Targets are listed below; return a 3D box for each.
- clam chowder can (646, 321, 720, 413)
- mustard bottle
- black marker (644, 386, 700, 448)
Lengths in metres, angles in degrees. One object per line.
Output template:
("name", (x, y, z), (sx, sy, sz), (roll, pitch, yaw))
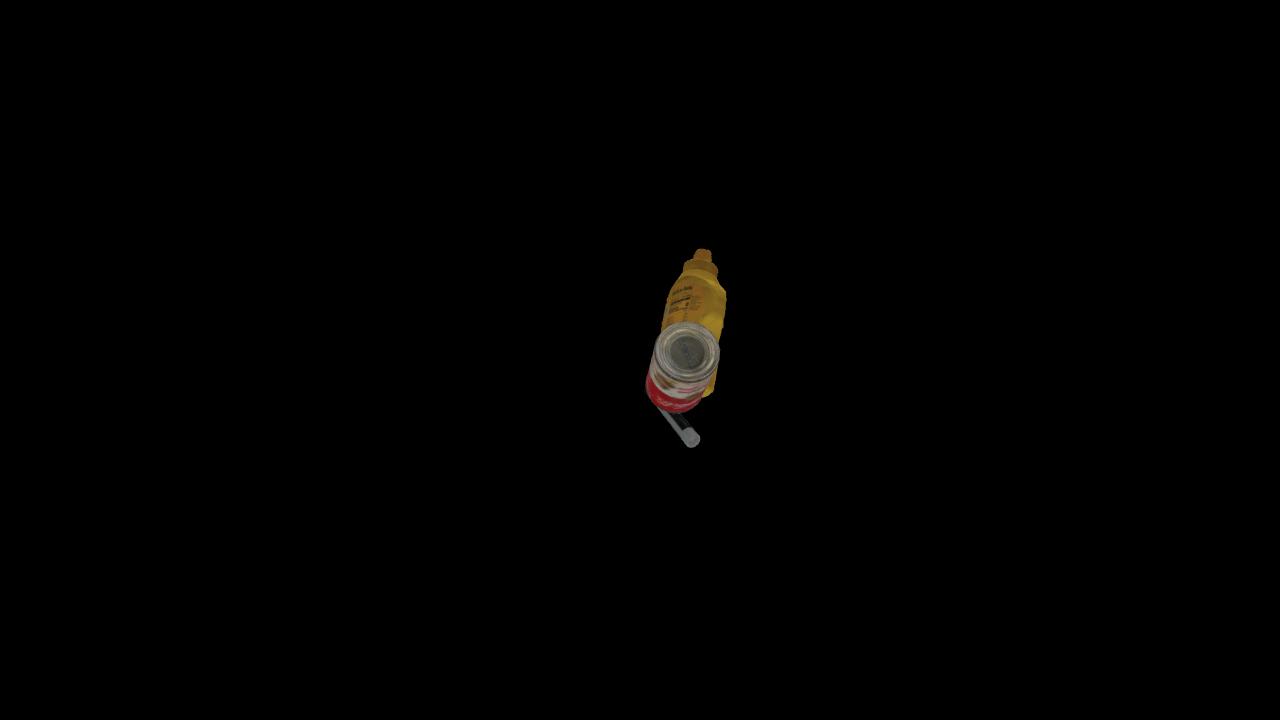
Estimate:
("clam chowder can", (0.043, 0.009, 0.648), (0.068, 0.068, 0.102), (0, -23, -4))
("mustard bottle", (0.060, -0.048, 0.717), (0.054, 0.184, 0.092), (20, -20, -26))
("black marker", (0.036, 0.063, 0.743), (0.020, 0.020, 0.121), (0, 30, -28))
